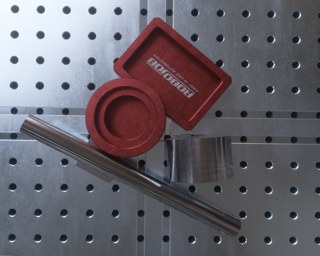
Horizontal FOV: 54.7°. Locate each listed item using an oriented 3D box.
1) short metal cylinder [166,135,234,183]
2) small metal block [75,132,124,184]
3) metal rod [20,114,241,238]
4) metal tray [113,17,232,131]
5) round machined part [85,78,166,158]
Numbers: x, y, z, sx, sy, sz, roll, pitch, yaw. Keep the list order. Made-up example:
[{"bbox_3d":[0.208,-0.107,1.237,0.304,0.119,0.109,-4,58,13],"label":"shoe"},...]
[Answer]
[{"bbox_3d":[0.049,0.036,0.385,0.081,0.080,0.050,-4,90,-1],"label":"short metal cylinder"},{"bbox_3d":[-0.075,0.038,0.413,0.050,0.025,0.050,28,90,-1],"label":"small metal block"},{"bbox_3d":[-0.029,0.065,0.393,0.301,0.025,0.025,28,90,-9],"label":"metal rod"},{"bbox_3d":[0.016,-0.069,0.410,0.130,0.030,0.090,40,89,0],"label":"metal tray"},{"bbox_3d":[-0.041,-0.013,0.396,0.099,0.042,0.097,0,90,1],"label":"round machined part"}]
